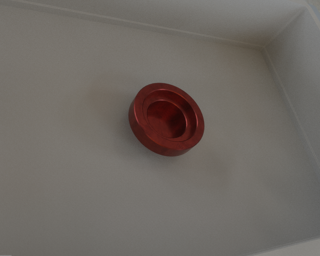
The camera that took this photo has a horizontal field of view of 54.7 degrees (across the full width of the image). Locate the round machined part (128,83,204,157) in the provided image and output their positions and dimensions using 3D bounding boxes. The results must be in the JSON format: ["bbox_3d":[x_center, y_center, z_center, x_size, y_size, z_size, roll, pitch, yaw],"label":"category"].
[{"bbox_3d":[0.005,-0.007,0.403,0.099,0.042,0.098,14,56,-21],"label":"round machined part"}]
